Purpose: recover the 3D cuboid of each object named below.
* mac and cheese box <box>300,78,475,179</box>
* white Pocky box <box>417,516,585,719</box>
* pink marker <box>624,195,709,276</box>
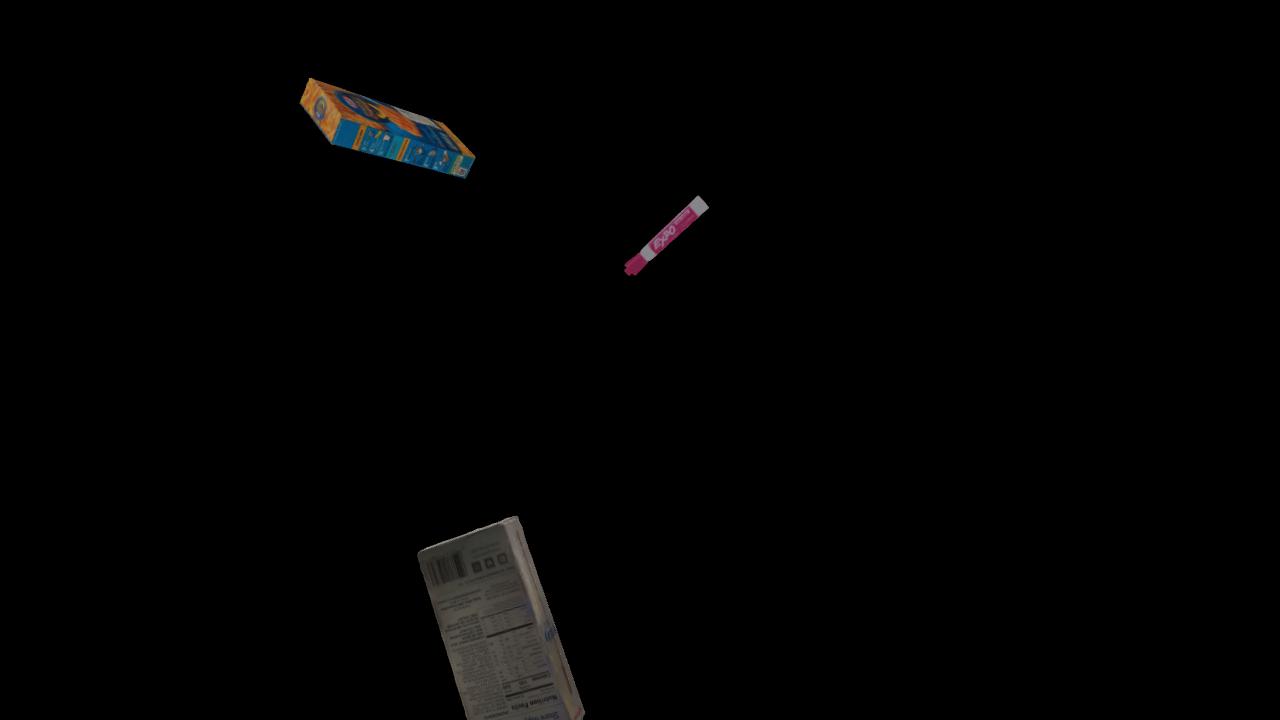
[{"bbox_3d":[-0.307,-0.284,0.767,0.093,0.041,0.184,49,27,24],"label":"mac and cheese box"},{"bbox_3d":[-0.105,0.202,0.456,0.084,0.154,0.028,-22,-6,15],"label":"white Pocky box"},{"bbox_3d":[0.028,-0.140,0.708,0.121,0.020,0.020,-41,-13,15],"label":"pink marker"}]
